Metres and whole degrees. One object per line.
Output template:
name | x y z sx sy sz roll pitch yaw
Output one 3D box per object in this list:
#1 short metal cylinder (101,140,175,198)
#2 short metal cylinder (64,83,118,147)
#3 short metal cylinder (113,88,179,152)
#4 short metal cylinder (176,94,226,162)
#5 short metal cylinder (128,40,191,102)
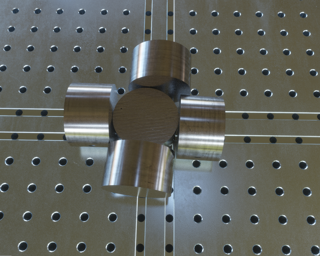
short metal cylinder | -0.025 0.050 0.363 0.080 0.080 0.050 6 70 2
short metal cylinder | -0.083 -0.016 0.387 0.050 0.080 0.080 2 70 0
short metal cylinder | -0.018 -0.005 0.400 0.081 0.050 0.080 1 70 -1
short metal cylinder | 0.048 0.000 0.383 0.050 0.080 0.080 4 70 1
short metal cylinder | 0.001 -0.071 0.408 0.080 0.080 0.050 3 70 1
